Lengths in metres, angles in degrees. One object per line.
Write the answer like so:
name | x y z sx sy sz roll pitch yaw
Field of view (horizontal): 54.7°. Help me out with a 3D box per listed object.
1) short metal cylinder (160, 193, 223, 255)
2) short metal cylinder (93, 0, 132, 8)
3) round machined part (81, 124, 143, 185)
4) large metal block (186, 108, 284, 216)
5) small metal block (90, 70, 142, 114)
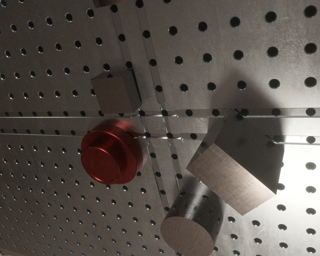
short metal cylinder | 0.048 0.144 0.458 0.080 0.050 0.079 13 124 20
short metal cylinder | -0.031 -0.151 0.297 0.080 0.080 0.050 0 118 28
round machined part | -0.080 0.047 0.469 0.098 0.042 0.097 13 124 20
large metal block | 0.088 0.036 0.351 0.080 0.080 0.050 40 129 0
small metal block | -0.058 -0.047 0.411 0.050 0.025 0.050 -1 118 28
